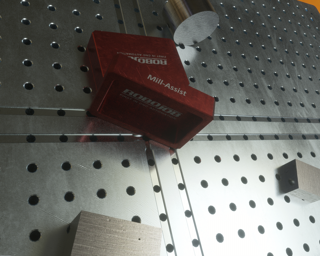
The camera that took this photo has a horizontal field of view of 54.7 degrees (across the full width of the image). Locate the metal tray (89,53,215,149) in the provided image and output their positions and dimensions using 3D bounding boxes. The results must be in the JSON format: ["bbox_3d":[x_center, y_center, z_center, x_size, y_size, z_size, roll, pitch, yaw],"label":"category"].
[{"bbox_3d":[-0.011,-0.027,0.378,0.131,0.090,0.030,23,53,-15],"label":"metal tray"}]

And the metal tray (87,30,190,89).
[{"bbox_3d":[-0.030,-0.090,0.445,0.131,0.030,0.090,-3,63,-30],"label":"metal tray"}]

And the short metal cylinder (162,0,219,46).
[{"bbox_3d":[0.050,-0.182,0.513,0.081,0.080,0.050,-10,67,-33],"label":"short metal cylinder"}]

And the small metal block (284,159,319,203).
[{"bbox_3d":[0.223,0.082,0.481,0.050,0.025,0.050,22,53,-16],"label":"small metal block"}]

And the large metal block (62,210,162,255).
[{"bbox_3d":[-0.048,0.131,0.287,0.081,0.050,0.080,19,54,-18],"label":"large metal block"}]
